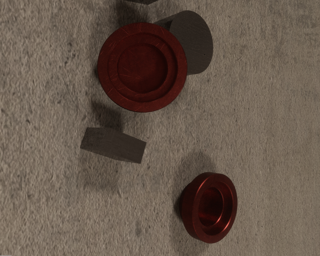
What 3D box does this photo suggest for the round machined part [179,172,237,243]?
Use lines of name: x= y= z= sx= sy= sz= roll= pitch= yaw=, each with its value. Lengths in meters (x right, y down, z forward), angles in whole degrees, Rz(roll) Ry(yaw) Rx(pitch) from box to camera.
round machined part: x=0.067 y=0.113 z=0.452 sx=0.099 sy=0.042 sz=0.097 roll=0 pitch=90 yaw=-40

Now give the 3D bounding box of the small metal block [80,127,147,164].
small metal block: x=-0.052 y=0.019 z=0.346 sx=0.050 sy=0.050 sz=0.025 roll=25 pitch=75 yaw=-38

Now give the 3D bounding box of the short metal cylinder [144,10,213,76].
short metal cylinder: x=0.025 y=-0.108 z=0.411 sx=0.081 sy=0.050 sz=0.079 roll=0 pitch=90 yaw=-41

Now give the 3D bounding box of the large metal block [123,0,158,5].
large metal block: x=-0.012 y=-0.199 z=0.360 sx=0.050 sy=0.080 sz=0.079 roll=-8 pitch=95 yaw=-40

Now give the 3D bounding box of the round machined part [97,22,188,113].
round machined part: x=-0.020 y=-0.068 z=0.358 sx=0.099 sy=0.042 sz=0.097 roll=-1 pitch=99 yaw=-5
